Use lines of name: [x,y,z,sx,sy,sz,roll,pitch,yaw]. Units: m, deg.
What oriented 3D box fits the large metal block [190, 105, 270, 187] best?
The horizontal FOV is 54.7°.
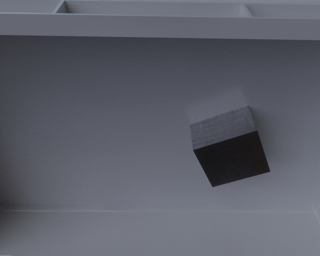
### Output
large metal block: [0.094,0.027,0.417,0.080,0.050,0.080,-19,128,15]
